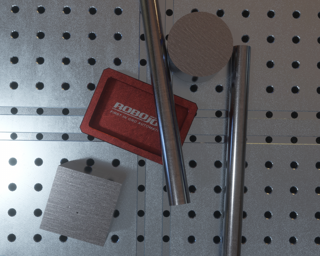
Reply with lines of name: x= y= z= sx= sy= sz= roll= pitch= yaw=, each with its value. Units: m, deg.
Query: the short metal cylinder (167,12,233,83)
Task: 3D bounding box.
short metal cylinder: x=0.049 y=-0.102 z=0.401 sx=0.081 sy=0.050 sz=0.079 roll=0 pitch=89 yaw=-1

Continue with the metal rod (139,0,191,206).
metal rod: x=0.002 y=-0.058 z=0.384 sx=0.025 sy=0.025 sz=0.299 roll=-8 pitch=78 yaw=0

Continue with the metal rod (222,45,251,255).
metal rod: x=0.102 y=0.041 z=0.414 sx=0.025 sy=0.025 sz=0.298 roll=3 pitch=90 yaw=-1

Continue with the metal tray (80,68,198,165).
metal tray: x=-0.027 y=-0.013 z=0.410 sx=0.131 sy=0.030 sz=0.090 roll=22 pitch=90 yaw=-1

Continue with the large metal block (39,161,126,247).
large metal block: x=-0.096 y=0.095 z=0.400 sx=0.080 sy=0.050 sz=0.080 roll=16 pitch=90 yaw=-1
